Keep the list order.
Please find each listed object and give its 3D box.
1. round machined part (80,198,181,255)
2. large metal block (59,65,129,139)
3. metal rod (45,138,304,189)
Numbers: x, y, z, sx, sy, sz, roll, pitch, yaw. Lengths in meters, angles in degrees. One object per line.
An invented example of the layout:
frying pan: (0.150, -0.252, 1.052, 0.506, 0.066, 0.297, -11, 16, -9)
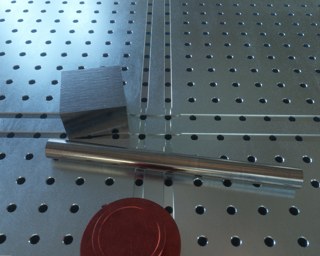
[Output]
round machined part: (-0.029, 0.112, 0.302, 0.099, 0.042, 0.098, 0, 50, 0)
large metal block: (-0.088, -0.036, 0.421, 0.081, 0.050, 0.080, -7, 51, -7)
metal rod: (0.013, 0.042, 0.372, 0.302, 0.025, 0.025, 6, 50, 5)
